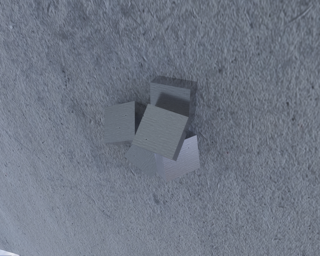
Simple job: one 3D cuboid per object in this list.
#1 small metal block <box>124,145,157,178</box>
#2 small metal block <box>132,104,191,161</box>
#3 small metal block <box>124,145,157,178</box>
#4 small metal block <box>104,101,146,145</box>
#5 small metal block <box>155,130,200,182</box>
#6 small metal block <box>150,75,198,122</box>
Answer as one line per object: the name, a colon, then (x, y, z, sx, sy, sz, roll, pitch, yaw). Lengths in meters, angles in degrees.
small metal block: (-0.015, 0.035, 0.436, 0.050, 0.025, 0.050, 39, 129, 2)
small metal block: (0.003, 0.006, 0.359, 0.050, 0.025, 0.050, 20, 82, 16)
small metal block: (-0.015, 0.035, 0.436, 0.050, 0.025, 0.050, 39, 129, 1)
small metal block: (-0.046, -0.005, 0.412, 0.050, 0.025, 0.050, -8, 77, 31)
small metal block: (0.022, 0.034, 0.398, 0.025, 0.050, 0.050, 38, 143, 55)
small metal block: (0.016, -0.033, 0.378, 0.050, 0.025, 0.050, 13, 124, 20)
